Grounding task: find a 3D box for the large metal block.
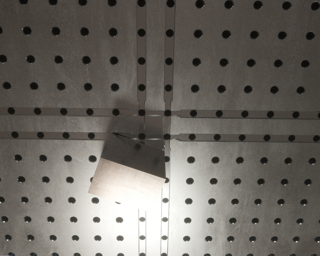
[{"bbox_3d":[-0.040,0.055,0.404,0.080,0.080,0.050,20,109,-8],"label":"large metal block"}]
